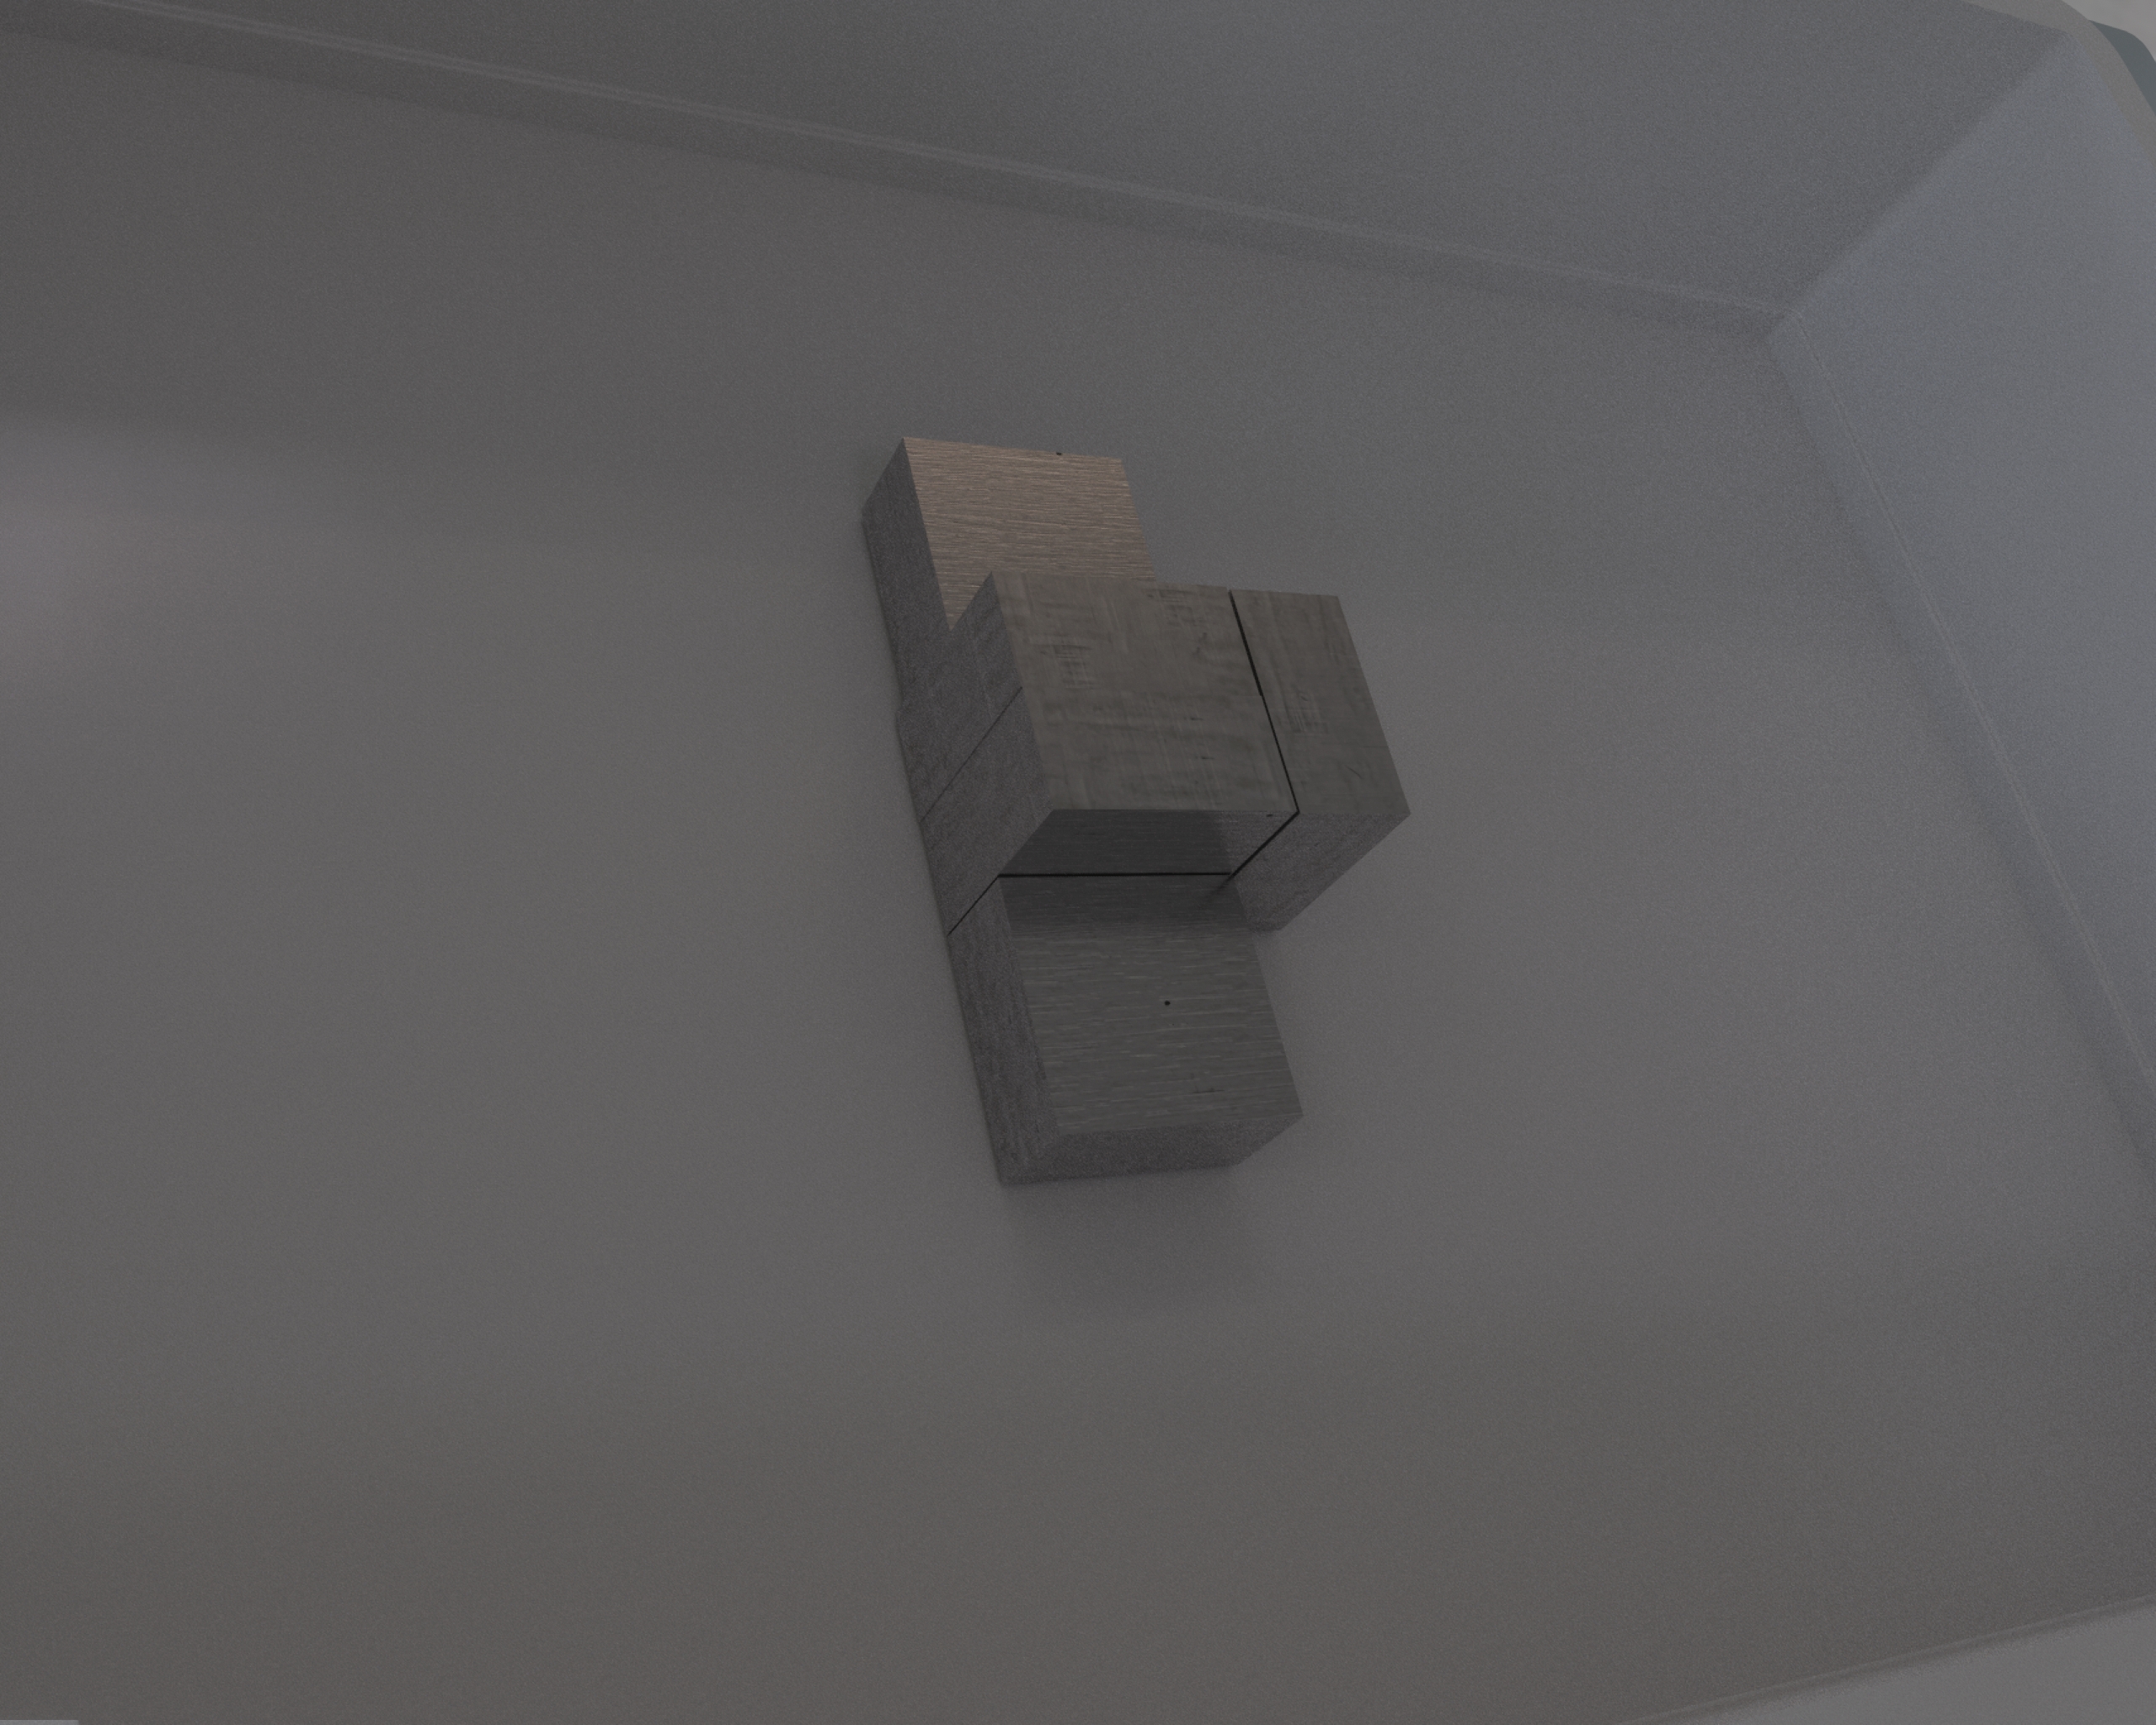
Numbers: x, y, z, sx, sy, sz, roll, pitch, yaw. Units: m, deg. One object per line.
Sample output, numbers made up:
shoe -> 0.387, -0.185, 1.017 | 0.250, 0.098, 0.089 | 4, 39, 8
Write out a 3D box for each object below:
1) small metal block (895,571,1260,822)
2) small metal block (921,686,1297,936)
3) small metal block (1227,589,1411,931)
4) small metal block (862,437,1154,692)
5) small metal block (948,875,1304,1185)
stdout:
small metal block -> -0.001, -0.031, 0.405 | 0.050, 0.050, 0.025 | 0, 62, -28
small metal block -> 0.005, -0.009, 0.395 | 0.050, 0.050, 0.025 | 0, 62, -28
small metal block -> 0.036, -0.019, 0.418 | 0.025, 0.050, 0.050 | 0, 62, -28
small metal block -> -0.013, -0.058, 0.432 | 0.050, 0.025, 0.050 | 0, 62, -28
small metal block -> 0.008, 0.030, 0.389 | 0.050, 0.025, 0.050 | 0, 62, -28
